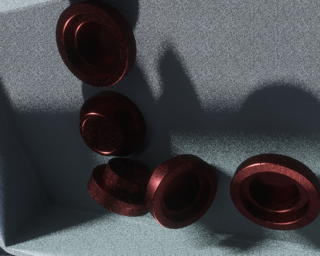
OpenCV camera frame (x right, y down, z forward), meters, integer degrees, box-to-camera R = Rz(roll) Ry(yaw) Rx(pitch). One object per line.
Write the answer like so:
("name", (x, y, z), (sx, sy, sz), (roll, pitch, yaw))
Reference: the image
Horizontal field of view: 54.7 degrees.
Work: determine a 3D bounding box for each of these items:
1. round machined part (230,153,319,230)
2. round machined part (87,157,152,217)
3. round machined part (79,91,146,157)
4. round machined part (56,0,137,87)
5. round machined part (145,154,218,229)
("round machined part", (0.137, 0.070, 0.369), (0.098, 0.042, 0.097), (13, 124, 20))
("round machined part", (-0.048, 0.076, 0.437), (0.098, 0.098, 0.042), (28, 107, 10))
("round machined part", (-0.073, 0.001, 0.435), (0.098, 0.042, 0.097), (13, 124, 20))
("round machined part", (-0.071, -0.102, 0.371), (0.098, 0.042, 0.097), (13, 124, 20))
("round machined part", (0.024, 0.079, 0.409), (0.042, 0.099, 0.097), (32, 140, 55))
